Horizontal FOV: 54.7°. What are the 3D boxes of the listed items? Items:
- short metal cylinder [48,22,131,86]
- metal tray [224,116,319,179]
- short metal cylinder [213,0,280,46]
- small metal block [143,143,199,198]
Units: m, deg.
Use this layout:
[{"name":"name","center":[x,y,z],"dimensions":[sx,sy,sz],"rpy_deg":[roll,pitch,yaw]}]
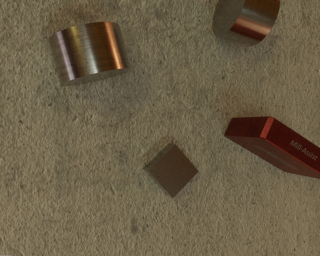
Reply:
[{"name":"short metal cylinder","center":[-0.078,-0.082,0.351],"dimensions":[0.081,0.080,0.050],"rpy_deg":[-16,96,-19]},{"name":"metal tray","center":[0.168,0.028,0.436],"dimensions":[0.131,0.090,0.030],"rpy_deg":[29,81,-18]},{"name":"short metal cylinder","center":[0.115,-0.158,0.422],"dimensions":[0.050,0.080,0.080],"rpy_deg":[13,86,-20]},{"name":"small metal block","center":[0.014,0.056,0.415],"dimensions":[0.050,0.025,0.050],"rpy_deg":[-44,104,-15]}]
